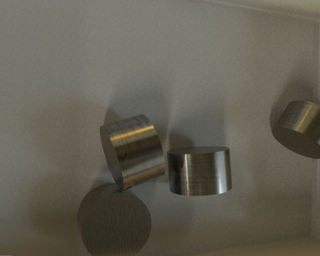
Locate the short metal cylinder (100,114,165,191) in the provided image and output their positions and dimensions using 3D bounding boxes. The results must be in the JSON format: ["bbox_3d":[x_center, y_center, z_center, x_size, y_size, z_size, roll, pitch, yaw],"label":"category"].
[{"bbox_3d":[-0.034,0.029,0.370,0.050,0.080,0.080,-18,96,-20],"label":"short metal cylinder"}]

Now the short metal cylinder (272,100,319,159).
[{"bbox_3d":[0.218,0.003,0.464,0.080,0.080,0.050,38,78,-17],"label":"short metal cylinder"}]

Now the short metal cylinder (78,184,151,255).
[{"bbox_3d":[-0.056,0.113,0.376,0.081,0.050,0.079,-1,92,-20],"label":"short metal cylinder"}]

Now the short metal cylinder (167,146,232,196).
[{"bbox_3d":[0.051,0.053,0.402,0.081,0.080,0.050,-5,92,-20],"label":"short metal cylinder"}]
